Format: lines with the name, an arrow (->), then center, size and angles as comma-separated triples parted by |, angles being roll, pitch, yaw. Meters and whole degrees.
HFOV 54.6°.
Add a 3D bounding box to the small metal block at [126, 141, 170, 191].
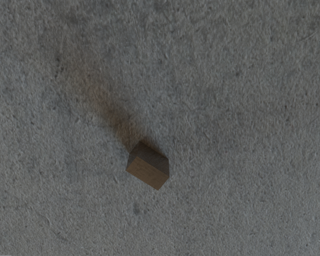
small metal block -> -0.015, 0.049, 0.414 | 0.050, 0.050, 0.025 | 34, 107, -12
